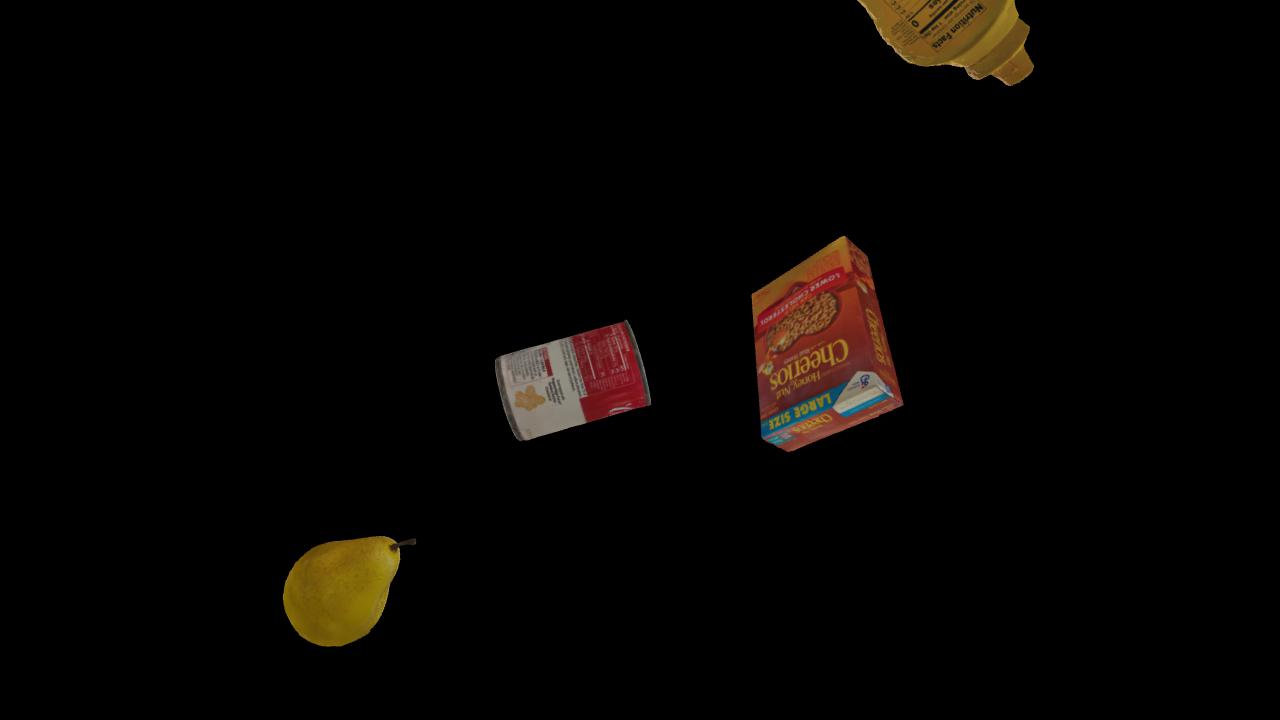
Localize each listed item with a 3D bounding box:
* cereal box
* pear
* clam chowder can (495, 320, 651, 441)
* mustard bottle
[{"bbox_3d":[0.283,-0.027,0.983,0.081,0.306,0.203,30,-44,-29],"label":"cereal box"},{"bbox_3d":[-0.224,0.166,0.483,0.080,0.111,0.080,40,8,-7],"label":"pear"},{"bbox_3d":[-0.050,0.015,0.460,0.102,0.068,0.068,-15,2,-5],"label":"clam chowder can"},{"bbox_3d":[0.199,-0.254,0.417,0.184,0.054,0.092,38,-39,-10],"label":"mustard bottle"}]
